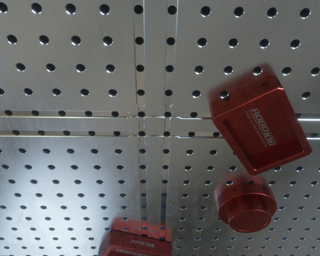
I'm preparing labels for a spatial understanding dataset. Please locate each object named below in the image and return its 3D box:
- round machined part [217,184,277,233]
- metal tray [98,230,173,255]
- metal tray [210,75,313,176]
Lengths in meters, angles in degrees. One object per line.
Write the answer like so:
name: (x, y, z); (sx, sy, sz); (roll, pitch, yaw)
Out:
round machined part: (0.148, 0.141, 0.523); (0.099, 0.042, 0.097); (-1, 130, 0)
metal tray: (-0.051, 0.254, 0.624); (0.131, 0.030, 0.089); (18, 128, -16)
metal tray: (0.136, 0.003, 0.412); (0.090, 0.030, 0.130); (-27, 126, 20)
